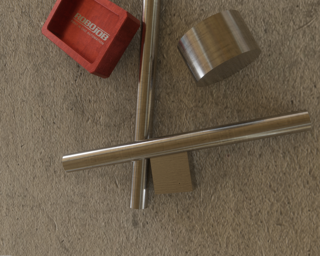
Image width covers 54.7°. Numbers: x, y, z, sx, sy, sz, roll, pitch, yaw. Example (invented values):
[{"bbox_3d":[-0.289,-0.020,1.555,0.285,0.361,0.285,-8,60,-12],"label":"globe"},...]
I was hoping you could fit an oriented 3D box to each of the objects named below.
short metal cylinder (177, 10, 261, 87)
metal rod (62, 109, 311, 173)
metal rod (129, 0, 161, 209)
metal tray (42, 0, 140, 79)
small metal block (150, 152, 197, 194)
[{"bbox_3d":[0.067,-0.089,0.356,0.080,0.080,0.050,-28,81,18],"label":"short metal cylinder"},{"bbox_3d":[0.022,0.019,0.381,0.301,0.025,0.025,-11,86,12],"label":"metal rod"},{"bbox_3d":[-0.019,-0.042,0.415,0.025,0.025,0.298,4,91,20],"label":"metal rod"},{"bbox_3d":[-0.099,-0.139,0.428,0.130,0.030,0.090,39,102,27],"label":"metal tray"},{"bbox_3d":[0.018,0.057,0.403,0.050,0.025,0.050,-9,87,19],"label":"small metal block"}]
